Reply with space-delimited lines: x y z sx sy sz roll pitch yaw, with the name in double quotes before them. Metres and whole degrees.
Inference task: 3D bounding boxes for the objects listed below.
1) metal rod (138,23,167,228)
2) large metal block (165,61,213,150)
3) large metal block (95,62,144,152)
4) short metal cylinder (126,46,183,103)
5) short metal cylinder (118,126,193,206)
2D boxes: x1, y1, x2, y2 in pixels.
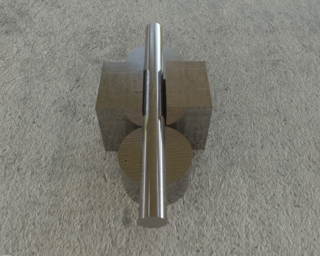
"metal rod" -0.008 -0.032 0.366 0.025 0.025 0.300 0 50 0
"large metal block" 0.032 -0.028 0.392 0.050 0.080 0.080 -1 50 -1
"large metal block" -0.045 -0.026 0.390 0.050 0.080 0.080 -1 50 -1
"short metal cylinder" -0.008 -0.077 0.453 0.081 0.050 0.080 0 49 0
"short metal cylinder" -0.005 0.043 0.353 0.081 0.050 0.080 0 49 0
